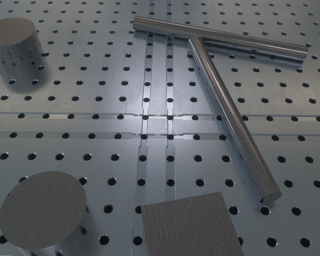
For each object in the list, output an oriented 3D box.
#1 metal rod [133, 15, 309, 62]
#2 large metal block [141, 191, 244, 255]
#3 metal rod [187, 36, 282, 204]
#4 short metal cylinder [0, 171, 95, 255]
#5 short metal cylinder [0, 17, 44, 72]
[{"bbox_3d":[0.098,-0.158,0.540,0.301,0.025,0.025,14,52,11],"label":"metal rod"},{"bbox_3d":[0.029,0.115,0.295,0.081,0.050,0.080,-9,51,-7],"label":"large metal block"},{"bbox_3d":[0.091,-0.035,0.436,0.025,0.025,0.300,-9,51,-8],"label":"metal rod"},{"bbox_3d":[-0.111,0.091,0.314,0.080,0.050,0.080,0,50,0],"label":"short metal cylinder"},{"bbox_3d":[-0.238,-0.136,0.504,0.081,0.050,0.080,0,50,0],"label":"short metal cylinder"}]
